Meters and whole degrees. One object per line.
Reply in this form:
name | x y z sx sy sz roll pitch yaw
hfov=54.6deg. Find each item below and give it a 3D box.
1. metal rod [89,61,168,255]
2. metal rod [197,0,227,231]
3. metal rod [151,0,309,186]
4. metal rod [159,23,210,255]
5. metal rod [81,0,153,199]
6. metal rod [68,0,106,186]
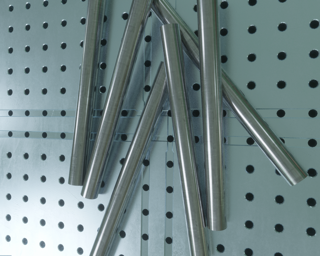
metal rod | -0.040 0.055 0.427 0.025 0.025 0.299 23 98 18
metal rod | 0.062 -0.024 0.368 0.025 0.025 0.298 -1 98 20
metal rod | 0.074 -0.059 0.386 0.025 0.025 0.299 -39 78 16
metal rod | 0.032 0.023 0.388 0.025 0.025 0.298 -7 93 20
metal rod | -0.059 -0.042 0.419 0.025 0.025 0.298 21 102 19
metal rod | -0.104 -0.066 0.450 0.025 0.025 0.298 8 93 20
